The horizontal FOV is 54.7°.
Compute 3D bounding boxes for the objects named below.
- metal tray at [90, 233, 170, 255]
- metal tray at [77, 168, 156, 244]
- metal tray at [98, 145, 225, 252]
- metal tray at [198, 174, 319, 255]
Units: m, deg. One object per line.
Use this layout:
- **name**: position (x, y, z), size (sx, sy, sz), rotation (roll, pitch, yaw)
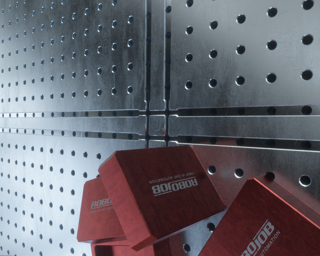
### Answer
- **metal tray**: position (-0.041, 0.198, 0.437), size (0.130, 0.030, 0.090), rotation (-17, 79, 38)
- **metal tray**: position (-0.062, 0.109, 0.434), size (0.130, 0.030, 0.090), rotation (-22, 54, 37)
- **metal tray**: position (0.007, 0.066, 0.334), size (0.030, 0.131, 0.090), rotation (-42, 65, 32)
- **metal tray**: position (0.103, 0.126, 0.320), size (0.090, 0.030, 0.129), rotation (39, 114, 32)
